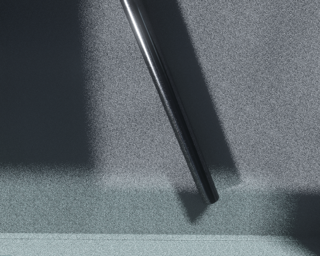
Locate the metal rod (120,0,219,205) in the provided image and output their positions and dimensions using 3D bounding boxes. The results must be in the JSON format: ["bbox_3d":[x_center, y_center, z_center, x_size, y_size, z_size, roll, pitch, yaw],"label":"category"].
[{"bbox_3d":[0.018,-0.027,0.401,0.025,0.025,0.299,-21,109,7],"label":"metal rod"}]
